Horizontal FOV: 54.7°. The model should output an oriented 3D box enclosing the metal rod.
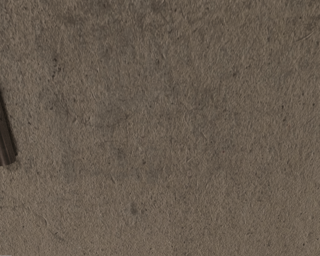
[{"bbox_3d":[-0.223,-0.093,0.372,0.025,0.025,0.298,-5,110,1],"label":"metal rod"}]
